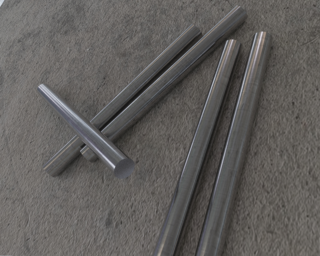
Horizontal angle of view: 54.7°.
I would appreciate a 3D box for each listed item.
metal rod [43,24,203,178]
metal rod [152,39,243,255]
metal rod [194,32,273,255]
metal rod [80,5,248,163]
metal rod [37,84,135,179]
[{"bbox_3d":[-0.053,-0.041,0.457,0.300,0.025,0.025,-44,51,-3],"label":"metal rod"},{"bbox_3d":[0.049,0.019,0.366,0.025,0.025,0.300,8,65,31],"label":"metal rod"},{"bbox_3d":[0.087,0.014,0.349,0.025,0.025,0.300,6,64,31],"label":"metal rod"},{"bbox_3d":[0.007,-0.063,0.438,0.300,0.025,0.025,-43,51,-2],"label":"metal rod"},{"bbox_3d":[-0.123,-0.012,0.445,0.025,0.025,0.300,-49,42,-7],"label":"metal rod"}]
